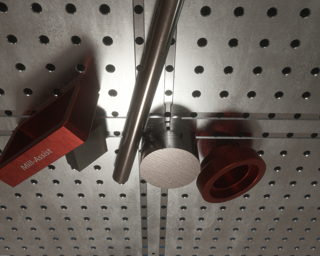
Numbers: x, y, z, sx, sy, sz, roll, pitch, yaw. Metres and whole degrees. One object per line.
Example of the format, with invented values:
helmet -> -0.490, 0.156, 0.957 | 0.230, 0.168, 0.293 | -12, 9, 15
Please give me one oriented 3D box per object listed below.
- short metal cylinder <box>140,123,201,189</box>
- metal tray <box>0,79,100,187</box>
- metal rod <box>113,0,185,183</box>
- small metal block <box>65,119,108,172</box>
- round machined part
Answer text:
short metal cylinder -> 0.013, 0.039, 0.429 | 0.081, 0.050, 0.079 | 0, 130, 0
metal tray -> -0.135, 0.005, 0.371 | 0.130, 0.090, 0.030 | -30, 124, 23
metal rod -> -0.021, -0.035, 0.381 | 0.025, 0.025, 0.298 | 11, 129, -10
small metal block -> -0.099, 0.021, 0.409 | 0.025, 0.050, 0.050 | 28, 138, 30
round machined part -> 0.096, 0.061, 0.441 | 0.099, 0.042, 0.097 | -15, 138, -14
